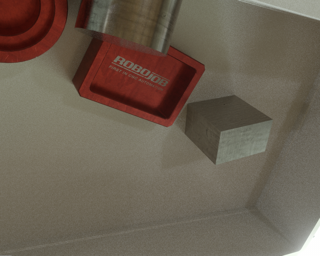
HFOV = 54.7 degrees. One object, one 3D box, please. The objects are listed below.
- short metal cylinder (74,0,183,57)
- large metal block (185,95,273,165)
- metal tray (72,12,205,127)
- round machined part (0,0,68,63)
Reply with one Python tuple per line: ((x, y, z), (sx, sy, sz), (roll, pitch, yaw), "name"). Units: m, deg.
((-0.026, -0.096, 0.262), (0.081, 0.080, 0.050), (11, 100, -33), "short metal cylinder")
((0.090, -0.001, 0.424), (0.081, 0.080, 0.050), (-12, 124, -23), "large metal block")
((-0.021, -0.061, 0.357), (0.131, 0.030, 0.090), (19, 108, -36), "metal tray")
((-0.131, -0.108, 0.258), (0.099, 0.042, 0.097), (-15, 128, -20), "round machined part")
